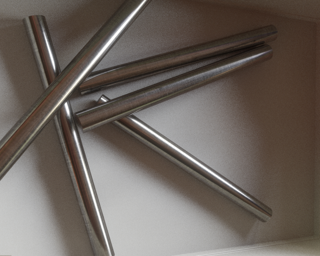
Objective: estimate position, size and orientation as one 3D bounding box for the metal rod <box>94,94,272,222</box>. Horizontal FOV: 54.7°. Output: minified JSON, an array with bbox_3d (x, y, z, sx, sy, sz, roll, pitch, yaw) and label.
[{"bbox_3d":[0.041,0.050,0.425,0.301,0.025,0.025,34,79,-17],"label":"metal rod"}]

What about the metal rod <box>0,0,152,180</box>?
[{"bbox_3d":[-0.099,-0.057,0.349,0.025,0.025,0.300,40,68,-16],"label":"metal rod"}]

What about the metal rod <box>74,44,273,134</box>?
[{"bbox_3d":[0.036,-0.060,0.407,0.302,0.025,0.025,-24,98,-25],"label":"metal rod"}]

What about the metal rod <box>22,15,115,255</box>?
[{"bbox_3d":[-0.107,0.018,0.371,0.025,0.025,0.298,-17,96,-19],"label":"metal rod"}]

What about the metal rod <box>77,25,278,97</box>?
[{"bbox_3d":[0.036,-0.097,0.423,0.302,0.025,0.025,-19,97,-19],"label":"metal rod"}]
